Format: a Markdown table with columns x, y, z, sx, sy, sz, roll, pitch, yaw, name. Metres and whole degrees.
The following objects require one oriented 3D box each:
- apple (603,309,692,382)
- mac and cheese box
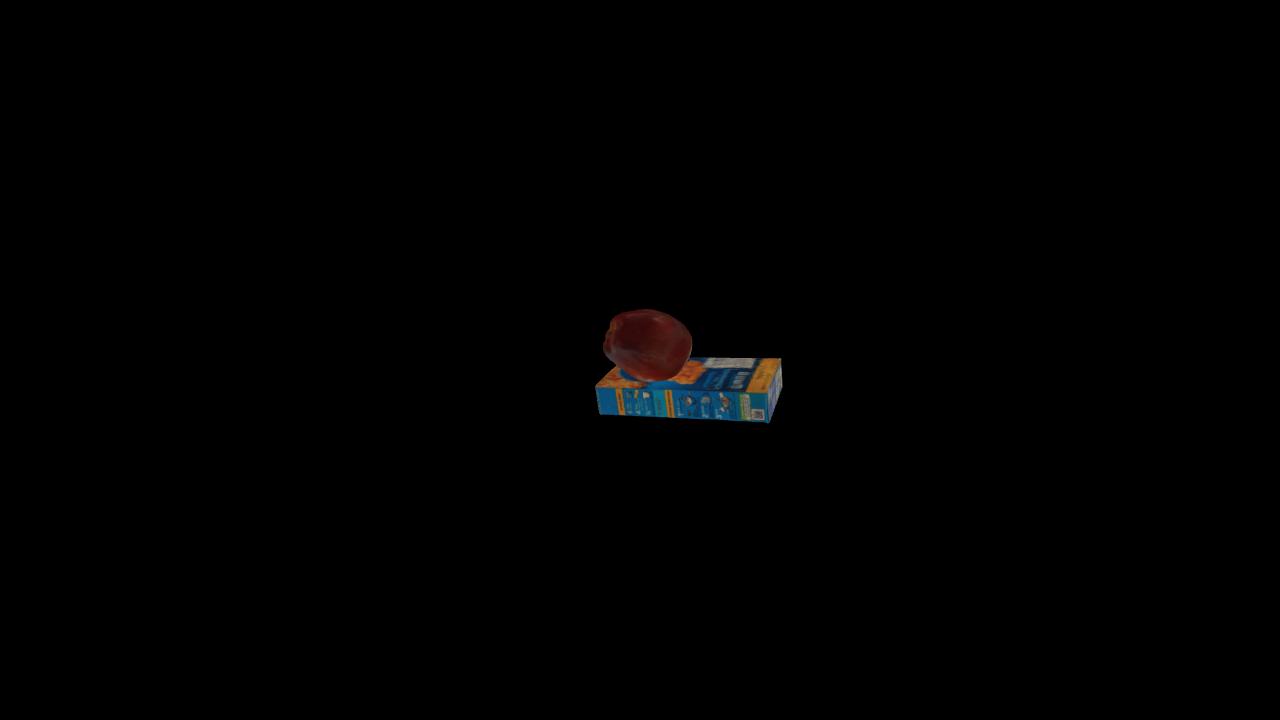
| x | y | z | sx | sy | sz | roll | pitch | yaw | name |
| --- | --- | --- | --- | --- | --- | --- | --- | --- | --- |
| 0.011 | -0.016 | 0.648 | 0.093 | 0.079 | 0.079 | 21 | -7 | -18 | apple |
| 0.054 | 0.028 | 0.662 | 0.184 | 0.041 | 0.093 | 1 | 23 | 22 | mac and cheese box |
